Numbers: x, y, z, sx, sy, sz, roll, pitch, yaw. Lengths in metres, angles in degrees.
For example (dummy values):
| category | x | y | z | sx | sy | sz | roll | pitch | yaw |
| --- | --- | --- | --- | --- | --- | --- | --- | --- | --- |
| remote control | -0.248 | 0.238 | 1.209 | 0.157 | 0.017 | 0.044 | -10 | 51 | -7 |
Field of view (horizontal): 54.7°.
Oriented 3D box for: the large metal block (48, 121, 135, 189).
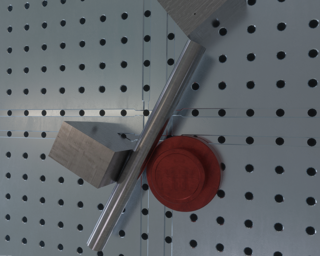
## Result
| category | x | y | z | sx | sy | sz | roll | pitch | yaw |
| --- | --- | --- | --- | --- | --- | --- | --- | --- | --- |
| large metal block | -0.083 | 0.031 | 0.413 | 0.080 | 0.080 | 0.050 | 29 | 100 | 17 |

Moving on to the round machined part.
| category | x | y | z | sx | sy | sz | roll | pitch | yaw |
| --- | --- | --- | --- | --- | --- | --- | --- | --- | --- |
| round machined part | 0.028 | 0.058 | 0.394 | 0.098 | 0.042 | 0.097 | 0 | 90 | 19 |

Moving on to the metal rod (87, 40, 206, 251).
| category | x | y | z | sx | sy | sz | roll | pitch | yaw |
| --- | --- | --- | --- | --- | --- | --- | --- | --- | --- |
| metal rod | -0.022 | 0.030 | 0.399 | 0.025 | 0.025 | 0.298 | 30 | 101 | 17 |

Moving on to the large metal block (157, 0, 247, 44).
| category | x | y | z | sx | sy | sz | roll | pitch | yaw |
| --- | --- | --- | --- | --- | --- | --- | --- | --- | --- |
| large metal block | 0.047 | -0.163 | 0.383 | 0.080 | 0.050 | 0.080 | -40 | 78 | 15 |
